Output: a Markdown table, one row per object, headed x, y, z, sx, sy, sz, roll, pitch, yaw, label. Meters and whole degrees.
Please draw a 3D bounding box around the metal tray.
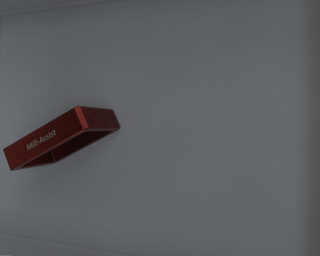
| x | y | z | sx | sy | sz | roll | pitch | yaw | label |
| --- | --- | --- | --- | --- | --- | --- | --- | --- | --- |
| -0.130 | 0.015 | 0.422 | 0.130 | 0.090 | 0.030 | -27 | 81 | 18 | metal tray |
